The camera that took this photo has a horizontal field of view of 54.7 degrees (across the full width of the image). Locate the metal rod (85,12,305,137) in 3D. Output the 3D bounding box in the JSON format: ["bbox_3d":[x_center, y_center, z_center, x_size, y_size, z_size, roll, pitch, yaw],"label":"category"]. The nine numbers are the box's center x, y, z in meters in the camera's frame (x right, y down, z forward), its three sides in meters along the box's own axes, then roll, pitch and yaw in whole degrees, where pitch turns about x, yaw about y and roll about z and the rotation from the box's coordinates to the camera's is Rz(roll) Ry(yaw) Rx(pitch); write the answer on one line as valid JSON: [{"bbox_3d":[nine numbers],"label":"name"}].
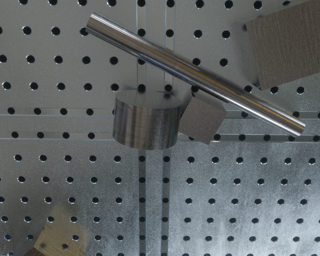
[{"bbox_3d":[0.052,-0.062,0.391,0.301,0.025,0.025,25,108,-10],"label":"metal rod"}]

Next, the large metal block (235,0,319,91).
[{"bbox_3d":[0.143,-0.099,0.366,0.080,0.050,0.080,-18,109,6],"label":"large metal block"}]

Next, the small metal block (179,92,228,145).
[{"bbox_3d":[0.052,-0.013,0.410,0.050,0.025,0.050,24,108,-9],"label":"small metal block"}]

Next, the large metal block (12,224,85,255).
[{"bbox_3d":[-0.179,0.210,0.475,0.080,0.050,0.080,-41,105,13],"label":"large metal block"}]

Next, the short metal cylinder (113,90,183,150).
[{"bbox_3d":[-0.016,-0.012,0.379,0.081,0.080,0.050,6,110,-3],"label":"short metal cylinder"}]
